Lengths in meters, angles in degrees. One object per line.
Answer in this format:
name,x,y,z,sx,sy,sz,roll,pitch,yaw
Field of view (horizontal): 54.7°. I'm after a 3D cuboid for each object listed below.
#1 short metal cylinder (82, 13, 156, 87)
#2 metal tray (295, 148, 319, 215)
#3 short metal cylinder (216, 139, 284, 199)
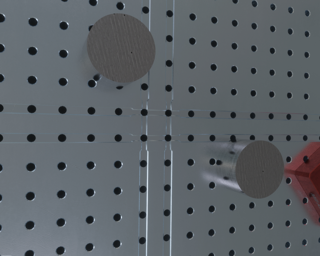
short metal cylinder,-0.052,-0.092,0.380,0.081,0.050,0.079,0,90,-20
metal tray,0.294,0.099,0.519,0.090,0.030,0.130,-38,102,-16
short metal cylinder,0.129,0.057,0.447,0.081,0.050,0.079,0,90,-20
